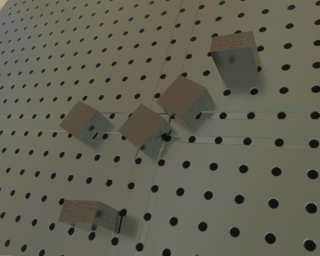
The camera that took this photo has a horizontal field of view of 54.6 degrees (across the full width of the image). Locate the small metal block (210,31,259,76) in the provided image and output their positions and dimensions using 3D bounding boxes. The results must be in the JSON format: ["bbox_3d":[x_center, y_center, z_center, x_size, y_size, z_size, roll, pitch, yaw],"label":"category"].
[{"bbox_3d":[0.097,-0.094,0.399,0.050,0.050,0.025,-1,61,28],"label":"small metal block"}]

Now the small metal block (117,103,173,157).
[{"bbox_3d":[-0.020,0.002,0.419,0.050,0.025,0.050,35,81,38],"label":"small metal block"}]

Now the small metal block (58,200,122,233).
[{"bbox_3d":[-0.082,0.106,0.371,0.050,0.050,0.025,-5,60,26],"label":"small metal block"}]

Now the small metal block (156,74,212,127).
[{"bbox_3d":[0.032,-0.037,0.415,0.050,0.025,0.050,35,81,38],"label":"small metal block"}]

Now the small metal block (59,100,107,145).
[{"bbox_3d":[-0.119,-0.009,0.478,0.050,0.025,0.050,26,76,37],"label":"small metal block"}]
